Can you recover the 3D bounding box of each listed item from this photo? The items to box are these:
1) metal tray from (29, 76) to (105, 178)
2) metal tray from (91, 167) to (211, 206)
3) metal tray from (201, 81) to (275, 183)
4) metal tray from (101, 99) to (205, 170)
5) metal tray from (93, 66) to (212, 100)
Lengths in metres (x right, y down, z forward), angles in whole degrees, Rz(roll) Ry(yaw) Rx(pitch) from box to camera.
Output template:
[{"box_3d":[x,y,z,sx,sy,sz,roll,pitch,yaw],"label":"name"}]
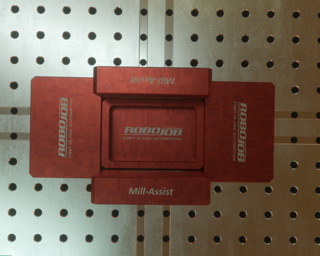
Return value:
[{"box_3d":[-0.120,-0.001,0.409,0.091,0.030,0.129,1,90,-1],"label":"metal tray"},{"box_3d":[-0.010,0.068,0.379,0.131,0.090,0.030,1,90,-1],"label":"metal tray"},{"box_3d":[0.102,0.005,0.410,0.091,0.030,0.129,1,90,-2],"label":"metal tray"},{"box_3d":[-0.009,0.008,0.408,0.131,0.030,0.089,1,90,-1],"label":"metal tray"},{"box_3d":[-0.008,-0.052,0.381,0.131,0.090,0.030,1,90,-1],"label":"metal tray"}]
